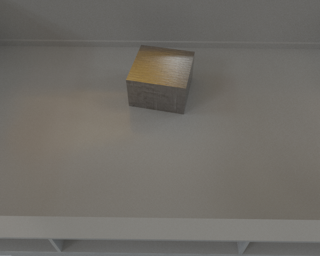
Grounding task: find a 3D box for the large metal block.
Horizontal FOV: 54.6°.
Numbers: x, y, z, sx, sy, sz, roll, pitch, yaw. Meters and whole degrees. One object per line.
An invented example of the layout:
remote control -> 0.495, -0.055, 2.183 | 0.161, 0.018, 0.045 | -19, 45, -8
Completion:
large metal block -> 0.003, -0.071, 0.449 | 0.080, 0.050, 0.080 | 9, 51, 8
